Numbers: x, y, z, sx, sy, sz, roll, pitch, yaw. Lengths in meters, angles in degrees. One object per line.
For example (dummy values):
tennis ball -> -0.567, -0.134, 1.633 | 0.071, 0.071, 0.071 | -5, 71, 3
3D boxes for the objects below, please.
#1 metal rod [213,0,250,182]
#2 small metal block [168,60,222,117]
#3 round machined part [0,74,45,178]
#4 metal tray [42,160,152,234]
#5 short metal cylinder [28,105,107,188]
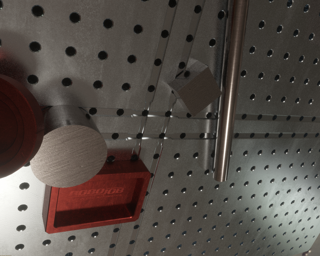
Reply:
metal rod -> 0.097, -0.044, 0.439 | 0.025, 0.025, 0.298 | -15, 125, -20
small metal block -> 0.047, -0.051, 0.407 | 0.050, 0.025, 0.050 | -39, 130, -2
round machined part -> -0.159, -0.004, 0.293 | 0.099, 0.042, 0.097 | 0, 100, -1
metal tray -> -0.084, 0.091, 0.418 | 0.131, 0.030, 0.089 | 1, 118, -29
short metal cylinder -> -0.106, 0.020, 0.350 | 0.081, 0.050, 0.079 | -14, 124, -21
